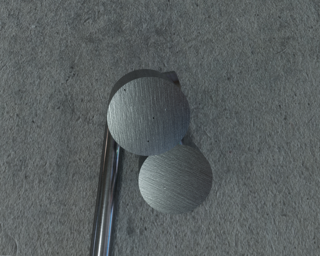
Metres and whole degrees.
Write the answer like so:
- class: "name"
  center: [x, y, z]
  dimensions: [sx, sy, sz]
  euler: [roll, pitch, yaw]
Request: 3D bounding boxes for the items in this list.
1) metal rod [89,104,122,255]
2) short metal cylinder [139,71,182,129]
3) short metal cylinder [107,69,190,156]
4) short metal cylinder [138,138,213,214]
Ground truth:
- class: "metal rod"
  center: [-0.065, 0.104, 0.369]
  dimensions: [0.025, 0.025, 0.299]
  euler: [3, 70, 1]
- class: "short metal cylinder"
  center: [0.000, -0.028, 0.389]
  dimensions: [0.050, 0.080, 0.080]
  euler: [-11, 71, -4]
- class: "short metal cylinder"
  center: [-0.013, -0.018, 0.321]
  dimensions: [0.081, 0.050, 0.079]
  euler: [-3, 109, -7]
- class: "short metal cylinder"
  center: [0.015, 0.051, 0.358]
  dimensions: [0.081, 0.050, 0.079]
  euler: [-1, 101, -4]
